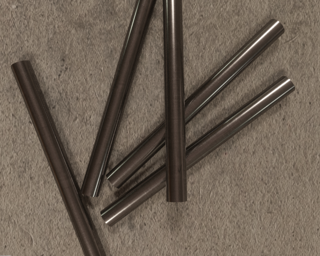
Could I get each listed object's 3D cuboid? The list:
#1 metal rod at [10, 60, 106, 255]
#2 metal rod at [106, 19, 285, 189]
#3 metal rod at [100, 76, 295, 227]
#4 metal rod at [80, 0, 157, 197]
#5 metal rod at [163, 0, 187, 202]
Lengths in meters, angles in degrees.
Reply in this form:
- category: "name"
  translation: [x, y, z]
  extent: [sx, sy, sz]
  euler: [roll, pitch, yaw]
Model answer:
- category: "metal rod"
  translation: [-0.129, 0.055, 0.408]
  extent: [0.025, 0.025, 0.299]
  euler: [-21, 90, 0]
- category: "metal rod"
  translation: [0.047, -0.032, 0.410]
  extent: [0.300, 0.025, 0.025]
  euler: [-43, 91, -1]
- category: "metal rod"
  translation: [0.050, 0.030, 0.410]
  extent: [0.301, 0.025, 0.025]
  euler: [-37, 90, -1]
- category: "metal rod"
  translation: [-0.051, -0.057, 0.409]
  extent: [0.025, 0.025, 0.298]
  euler: [16, 90, -1]
- category: "metal rod"
  translation: [0.018, -0.060, 0.391]
  extent: [0.025, 0.025, 0.298]
  euler: [-1, 82, -1]
